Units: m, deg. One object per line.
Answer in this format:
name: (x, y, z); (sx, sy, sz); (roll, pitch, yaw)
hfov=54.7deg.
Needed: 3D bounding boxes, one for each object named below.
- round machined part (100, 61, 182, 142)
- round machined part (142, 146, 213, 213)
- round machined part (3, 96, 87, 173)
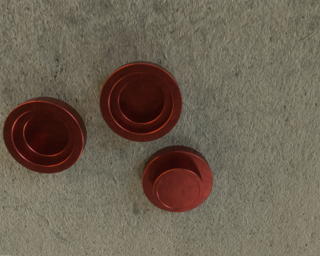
round machined part: (-0.023, -0.035, 0.387); (0.099, 0.042, 0.097); (0, 110, 0)
round machined part: (0.024, 0.077, 0.429); (0.099, 0.042, 0.097); (0, 110, 0)
round machined part: (-0.144, 0.006, 0.402); (0.099, 0.042, 0.097); (0, 110, 0)
